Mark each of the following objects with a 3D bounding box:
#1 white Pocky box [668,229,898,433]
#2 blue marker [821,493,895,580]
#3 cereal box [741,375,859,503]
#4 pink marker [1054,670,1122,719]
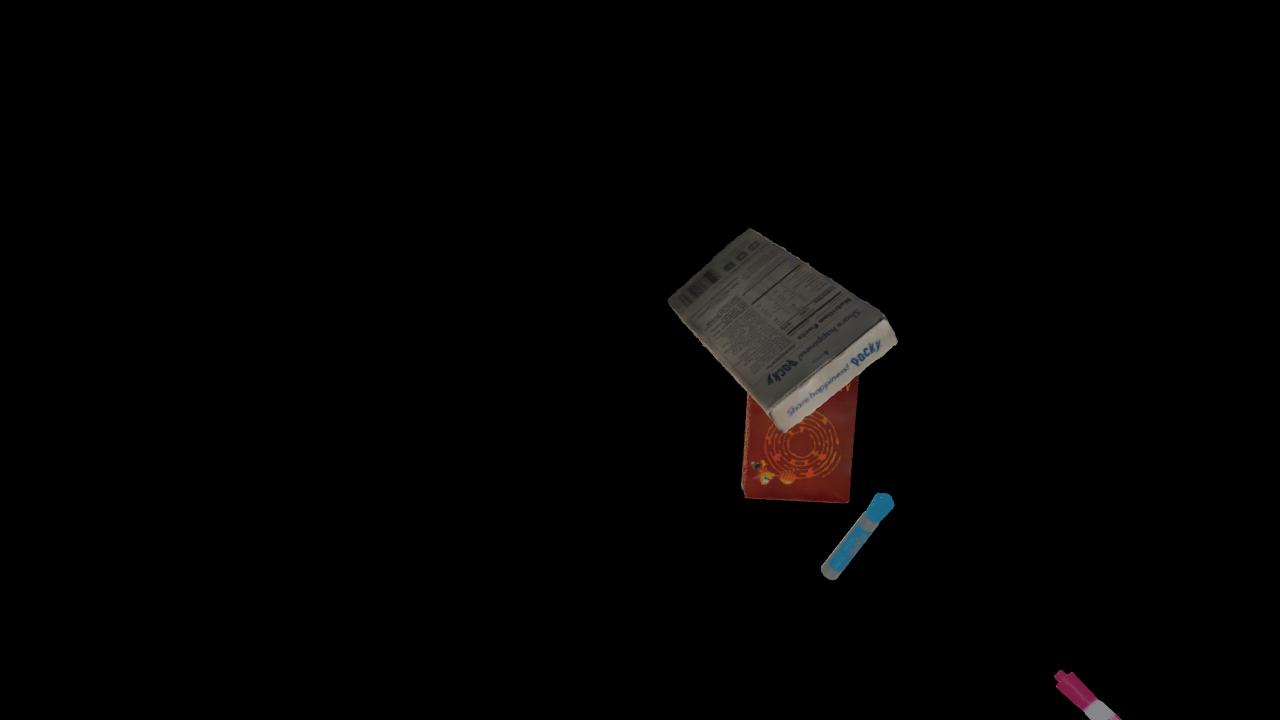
[{"bbox_3d":[0.080,-0.028,0.395,0.028,0.084,0.154,47,5,-35],"label":"white Pocky box"},{"bbox_3d":[0.209,0.170,0.593,0.020,0.121,0.020,12,36,-9],"label":"blue marker"},{"bbox_3d":[0.309,0.121,1.198,0.203,0.306,0.081,2,8,2],"label":"cereal box"},{"bbox_3d":[0.374,0.293,0.468,0.020,0.020,0.121,0,33,-33],"label":"pink marker"}]
